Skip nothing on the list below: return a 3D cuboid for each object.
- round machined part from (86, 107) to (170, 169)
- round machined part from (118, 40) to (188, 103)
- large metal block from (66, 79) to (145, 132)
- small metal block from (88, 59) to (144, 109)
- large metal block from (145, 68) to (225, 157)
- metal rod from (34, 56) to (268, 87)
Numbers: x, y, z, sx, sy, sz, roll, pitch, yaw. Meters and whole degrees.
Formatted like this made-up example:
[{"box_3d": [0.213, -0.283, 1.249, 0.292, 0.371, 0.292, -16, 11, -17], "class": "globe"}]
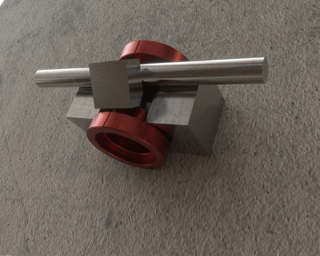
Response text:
[{"box_3d": [-0.034, 0.008, 0.371, 0.098, 0.098, 0.042, 5, 59, 30], "class": "round machined part"}, {"box_3d": [-0.009, -0.065, 0.404, 0.098, 0.098, 0.042, 4, 65, 30], "class": "round machined part"}, {"box_3d": [-0.069, -0.029, 0.424, 0.050, 0.080, 0.080, 5, 64, 30], "class": "large metal block"}, {"box_3d": [-0.048, -0.048, 0.340, 0.050, 0.025, 0.050, 1, 103, 30], "class": "small metal block"}, {"box_3d": [0.034, -0.021, 0.365, 0.050, 0.080, 0.080, 4, 64, 30], "class": "large metal block"}, {"box_3d": [-0.034, -0.061, 0.358, 0.300, 0.025, 0.025, 3, 63, 29], "class": "metal rod"}]
